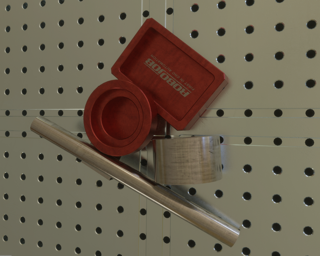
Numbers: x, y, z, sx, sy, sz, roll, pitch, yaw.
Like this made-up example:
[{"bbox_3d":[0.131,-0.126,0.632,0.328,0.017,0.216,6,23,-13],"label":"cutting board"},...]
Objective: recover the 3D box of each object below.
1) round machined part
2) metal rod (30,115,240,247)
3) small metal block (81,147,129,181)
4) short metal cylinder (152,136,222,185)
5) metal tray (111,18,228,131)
[{"bbox_3d":[-0.048,-0.013,0.411,0.098,0.042,0.097,0,90,21],"label":"round machined part"},{"bbox_3d":[-0.038,0.065,0.403,0.301,0.025,0.025,28,99,8],"label":"metal rod"},{"bbox_3d":[-0.075,0.038,0.438,0.050,0.025,0.050,30,99,17],"label":"small metal block"},{"bbox_3d":[0.032,0.036,0.370,0.080,0.080,0.050,-4,89,19],"label":"short metal cylinder"},{"bbox_3d":[0.010,-0.069,0.405,0.130,0.030,0.090,42,102,15],"label":"metal tray"}]
